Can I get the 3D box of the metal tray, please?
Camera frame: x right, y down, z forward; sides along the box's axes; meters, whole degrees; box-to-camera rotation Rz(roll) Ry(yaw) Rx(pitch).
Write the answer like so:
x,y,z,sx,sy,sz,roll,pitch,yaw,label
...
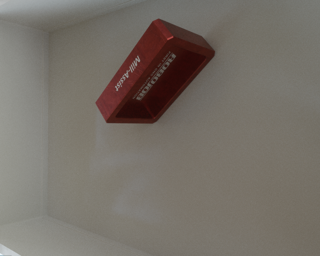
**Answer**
x,y,z,sx,sy,sz,roll,pitch,yaw,label
-0.006,-0.058,0.370,0.129,0.091,0.030,-48,62,29,metal tray
